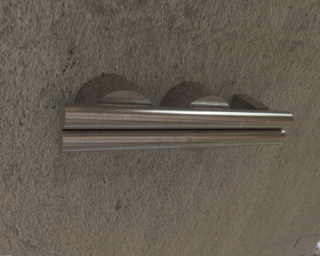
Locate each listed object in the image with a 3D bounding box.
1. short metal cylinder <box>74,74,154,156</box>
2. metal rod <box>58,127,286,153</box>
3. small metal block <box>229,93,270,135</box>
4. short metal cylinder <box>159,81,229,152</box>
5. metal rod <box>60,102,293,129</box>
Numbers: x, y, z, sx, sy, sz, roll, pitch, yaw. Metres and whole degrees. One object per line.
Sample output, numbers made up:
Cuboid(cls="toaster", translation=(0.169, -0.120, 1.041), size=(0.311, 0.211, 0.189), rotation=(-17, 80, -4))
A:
Cuboid(cls="short metal cylinder", translation=(-0.052, -0.015, 0.353), size=(0.081, 0.050, 0.079), rotation=(-14, 124, -21))
Cuboid(cls="metal rod", translation=(0.037, 0.011, 0.370), size=(0.303, 0.025, 0.025), rotation=(0, 119, -29))
Cuboid(cls="small metal block", translation=(0.124, -0.018, 0.451), size=(0.025, 0.050, 0.050), rotation=(-2, 119, -28))
Cuboid(cls="short metal cylinder", translation=(0.044, -0.016, 0.407), size=(0.081, 0.050, 0.079), rotation=(-14, 124, -21))
Cuboid(cls="metal rod", translation=(0.043, -0.011, 0.359), size=(0.303, 0.025, 0.025), rotation=(0, 119, -29))
